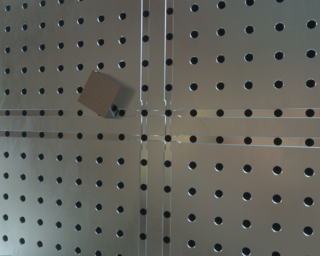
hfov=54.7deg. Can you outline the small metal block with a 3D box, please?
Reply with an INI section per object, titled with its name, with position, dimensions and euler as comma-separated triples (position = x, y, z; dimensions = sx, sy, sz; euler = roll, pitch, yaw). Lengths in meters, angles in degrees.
[small metal block]
position = -0.081, -0.047, 0.440
dimensions = 0.050, 0.025, 0.050
euler = 32, 100, 17
